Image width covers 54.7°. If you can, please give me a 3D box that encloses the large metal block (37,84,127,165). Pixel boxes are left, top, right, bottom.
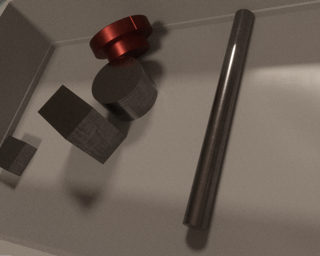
[{"bbox_3d":[-0.106,-0.004,0.427,0.080,0.080,0.050,34,81,38],"label":"large metal block"}]

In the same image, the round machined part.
[{"bbox_3d":[-0.054,-0.129,0.478,0.098,0.098,0.042,-26,91,11],"label":"round machined part"}]

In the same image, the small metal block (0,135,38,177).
[{"bbox_3d":[-0.235,0.044,0.499,0.050,0.025,0.050,15,69,33],"label":"small metal block"}]

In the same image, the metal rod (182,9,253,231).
[{"bbox_3d":[0.077,-0.028,0.381,0.025,0.025,0.300,4,63,29],"label":"metal rod"}]

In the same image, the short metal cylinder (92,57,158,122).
[{"bbox_3d":[-0.051,-0.056,0.449,0.080,0.050,0.080,-13,56,20],"label":"short metal cylinder"}]
